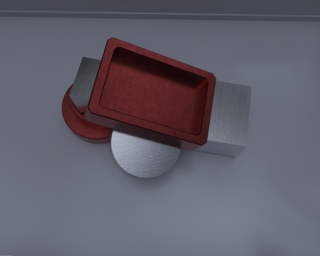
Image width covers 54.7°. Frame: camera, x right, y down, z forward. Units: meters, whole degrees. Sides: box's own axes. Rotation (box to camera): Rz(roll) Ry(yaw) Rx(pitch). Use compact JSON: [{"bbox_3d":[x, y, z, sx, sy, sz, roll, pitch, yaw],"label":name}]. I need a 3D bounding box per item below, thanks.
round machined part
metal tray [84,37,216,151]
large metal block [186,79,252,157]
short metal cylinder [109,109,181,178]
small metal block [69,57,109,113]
[{"bbox_3d":[-0.081,-0.032,0.409,0.099,0.042,0.098,0,70,-1],"label":"round machined part"},{"bbox_3d":[-0.007,-0.035,0.343,0.131,0.030,0.090,17,70,-15],"label":"metal tray"},{"bbox_3d":[0.068,-0.013,0.399,0.080,0.050,0.080,9,70,3],"label":"large metal block"},{"bbox_3d":[-0.020,0.019,0.375,0.081,0.050,0.080,1,83,-12],"label":"short metal cylinder"},{"bbox_3d":[-0.081,-0.047,0.366,0.025,0.050,0.050,12,71,4],"label":"small metal block"}]
